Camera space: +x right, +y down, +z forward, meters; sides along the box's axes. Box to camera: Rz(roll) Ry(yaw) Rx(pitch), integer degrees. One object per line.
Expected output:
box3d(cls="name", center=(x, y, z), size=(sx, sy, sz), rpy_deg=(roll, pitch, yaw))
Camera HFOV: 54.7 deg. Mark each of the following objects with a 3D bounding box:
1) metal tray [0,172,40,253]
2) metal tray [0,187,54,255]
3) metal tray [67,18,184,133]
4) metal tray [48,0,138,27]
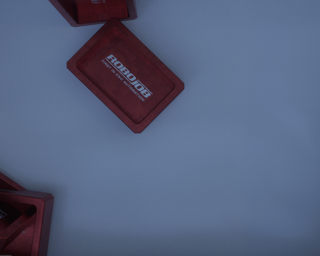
box3d(cls="metal tray", center=(-0.220, 0.085, 0.374), size=(0.130, 0.090, 0.030), rpy_deg=(34, 105, 0))
box3d(cls="metal tray", center=(-0.210, 0.123, 0.397), size=(0.131, 0.030, 0.089), rpy_deg=(7, 90, 3))
box3d(cls="metal tray", center=(-0.044, -0.067, 0.408), size=(0.130, 0.030, 0.090), rpy_deg=(44, 90, 0))
box3d(cls="metal tray", center=(-0.077, -0.157, 0.358), size=(0.091, 0.130, 0.030), rpy_deg=(-7, 90, 0))
